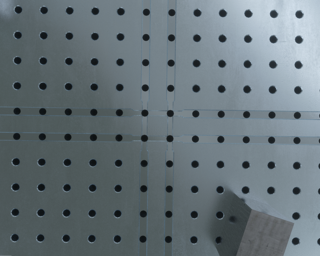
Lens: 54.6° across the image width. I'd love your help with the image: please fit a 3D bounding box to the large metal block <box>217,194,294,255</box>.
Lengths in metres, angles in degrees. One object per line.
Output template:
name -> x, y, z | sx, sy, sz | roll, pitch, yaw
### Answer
large metal block -> 0.114, 0.136, 0.387 | 0.050, 0.080, 0.080 | 18, 90, 0
